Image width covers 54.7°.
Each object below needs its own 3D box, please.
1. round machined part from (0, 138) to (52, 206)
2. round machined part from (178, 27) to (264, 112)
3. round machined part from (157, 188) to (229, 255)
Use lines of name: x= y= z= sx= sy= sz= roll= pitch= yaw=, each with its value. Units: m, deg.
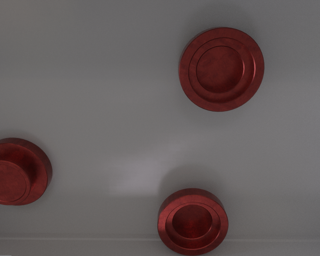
round machined part: x=-0.204 y=0.066 z=0.425 sx=0.099 sy=0.042 sz=0.097 roll=0 pitch=110 yaw=0
round machined part: x=0.071 y=-0.072 z=0.376 sx=0.099 sy=0.042 sz=0.097 roll=0 pitch=110 yaw=0
round machined part: x=0.046 y=0.130 z=0.448 sx=0.099 sy=0.042 sz=0.097 roll=0 pitch=107 yaw=0
